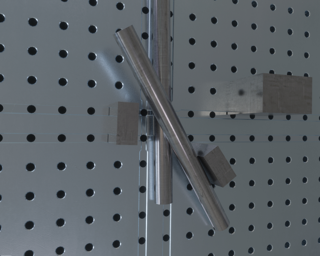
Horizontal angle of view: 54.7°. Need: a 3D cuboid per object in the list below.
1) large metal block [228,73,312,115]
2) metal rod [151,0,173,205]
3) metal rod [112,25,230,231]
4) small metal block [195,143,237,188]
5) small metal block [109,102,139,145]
[{"bbox_3d":[0.153,-0.044,0.440,0.081,0.080,0.050,1,90,-20],"label":"large metal block"},{"bbox_3d":[0.003,-0.050,0.413,0.025,0.025,0.298,-1,90,-20],"label":"metal rod"},{"bbox_3d":[0.023,0.015,0.396,0.025,0.025,0.299,-34,111,-17],"label":"metal rod"},{"bbox_3d":[0.070,0.050,0.426,0.025,0.050,0.050,-37,102,-16],"label":"small metal block"},{"bbox_3d":[-0.046,-0.005,0.383,0.025,0.050,0.050,3,89,-20],"label":"small metal block"}]
